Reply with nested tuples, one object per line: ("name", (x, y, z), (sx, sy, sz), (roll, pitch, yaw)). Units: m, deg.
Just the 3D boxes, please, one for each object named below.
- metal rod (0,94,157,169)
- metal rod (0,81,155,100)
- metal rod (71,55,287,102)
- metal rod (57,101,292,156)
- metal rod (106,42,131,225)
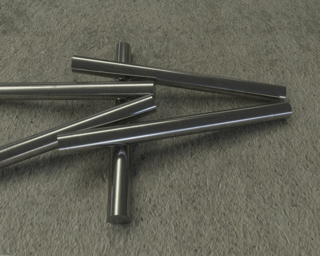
("metal rod", (-0.148, 0.021, 0.367), (0.302, 0.025, 0.025), (-21, 53, -10))
("metal rod", (-0.157, -0.051, 0.427), (0.302, 0.025, 0.025), (1, 50, 7))
("metal rod", (0.028, -0.070, 0.442), (0.302, 0.025, 0.025), (8, 50, -2))
("metal rod", (0.031, -0.003, 0.387), (0.302, 0.025, 0.025), (-9, 50, -16))
("metal rod", (-0.052, -0.019, 0.419), (0.025, 0.025, 0.300), (-2, 50, -2))
